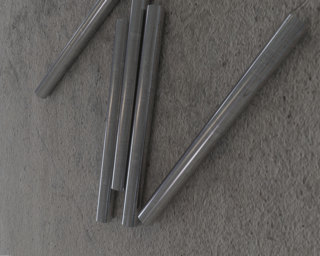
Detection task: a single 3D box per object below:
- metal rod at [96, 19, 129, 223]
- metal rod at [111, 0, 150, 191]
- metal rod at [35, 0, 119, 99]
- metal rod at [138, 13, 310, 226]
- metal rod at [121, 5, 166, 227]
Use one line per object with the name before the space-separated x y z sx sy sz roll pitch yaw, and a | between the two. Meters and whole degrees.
metal rod | -0.068 -0.007 0.461 0.025 0.025 0.298 12 97 39
metal rod | -0.041 -0.059 0.438 0.025 0.025 0.298 12 97 39
metal rod | -0.131 -0.149 0.513 0.299 0.025 0.025 -41 65 32
metal rod | 0.057 0.010 0.357 0.025 0.025 0.298 49 119 29
metal rod | -0.023 -0.012 0.424 0.025 0.025 0.298 12 98 39
